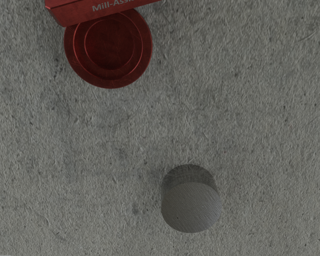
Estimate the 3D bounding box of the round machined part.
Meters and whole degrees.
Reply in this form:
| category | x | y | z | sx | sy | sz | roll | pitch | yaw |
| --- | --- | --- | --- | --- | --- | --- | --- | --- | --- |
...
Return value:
| category | x | y | z | sx | sy | sz | roll | pitch | yaw |
| --- | --- | --- | --- | --- | --- | --- | --- | --- | --- |
| round machined part | -0.058 | -0.098 | 0.364 | 0.099 | 0.042 | 0.097 | 0 | 110 | 0 |

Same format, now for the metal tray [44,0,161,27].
| category | x | y | z | sx | sy | sz | roll | pitch | yaw |
| --- | --- | --- | --- | --- | --- | --- | --- | --- | --- |
| metal tray | -0.053 | -0.164 | 0.319 | 0.131 | 0.030 | 0.090 | -14 | 70 | 4 |

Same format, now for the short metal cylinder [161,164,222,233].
| category | x | y | z | sx | sy | sz | roll | pitch | yaw |
| --- | --- | --- | --- | --- | --- | --- | --- | --- | --- |
| short metal cylinder | 0.042 | 0.098 | 0.433 | 0.081 | 0.050 | 0.079 | 0 | 110 | 0 |
